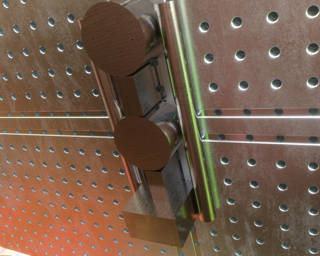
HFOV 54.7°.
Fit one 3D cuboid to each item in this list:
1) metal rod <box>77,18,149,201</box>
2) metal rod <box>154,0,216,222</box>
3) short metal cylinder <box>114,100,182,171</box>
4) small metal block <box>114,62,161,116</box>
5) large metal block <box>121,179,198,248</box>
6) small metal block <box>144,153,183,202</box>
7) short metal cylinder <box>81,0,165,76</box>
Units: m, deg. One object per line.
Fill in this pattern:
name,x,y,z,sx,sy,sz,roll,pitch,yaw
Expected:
metal rod,-0.055,-0.003,0.438,0.025,0.025,0.298,1,119,28
metal rod,0.037,-0.002,0.389,0.025,0.025,0.298,1,119,28
short metal cylinder,-0.013,0.009,0.407,0.080,0.050,0.079,13,124,21
small metal block,-0.025,-0.048,0.377,0.025,0.050,0.050,1,119,28
large metal block,0.005,0.116,0.445,0.080,0.080,0.050,1,119,28
small metal block,0.006,0.066,0.431,0.025,0.050,0.050,0,119,28
short metal cylinder,-0.041,-0.105,0.351,0.080,0.050,0.079,13,124,21
